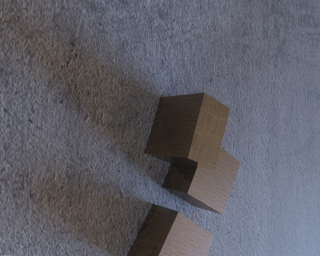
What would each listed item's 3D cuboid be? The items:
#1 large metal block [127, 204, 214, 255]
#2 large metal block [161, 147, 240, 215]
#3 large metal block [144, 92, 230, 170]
[{"bbox_3d":[0.014,0.156,0.400,0.080,0.050,0.080,42,65,-32],"label":"large metal block"},{"bbox_3d":[0.060,0.066,0.438,0.080,0.050,0.080,37,68,-34],"label":"large metal block"},{"bbox_3d":[0.034,0.004,0.397,0.050,0.080,0.080,26,74,-37],"label":"large metal block"}]
